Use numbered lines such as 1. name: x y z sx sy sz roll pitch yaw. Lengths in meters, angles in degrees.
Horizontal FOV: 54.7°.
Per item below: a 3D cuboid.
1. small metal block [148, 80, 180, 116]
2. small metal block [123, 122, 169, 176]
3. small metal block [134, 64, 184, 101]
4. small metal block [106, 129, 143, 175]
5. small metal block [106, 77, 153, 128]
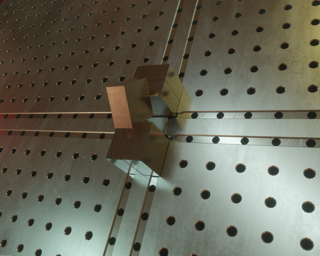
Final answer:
1. small metal block: -0.008 -0.039 0.419 0.050 0.050 0.025 2 63 29
2. small metal block: -0.016 0.026 0.381 0.025 0.050 0.050 1 63 29
3. small metal block: -0.002 -0.062 0.429 0.050 0.050 0.025 2 63 29
4. small metal block: -0.037 0.026 0.394 0.025 0.050 0.050 1 63 29
5. small metal block: -0.035 -0.031 0.375 0.025 0.050 0.050 0 19 29
